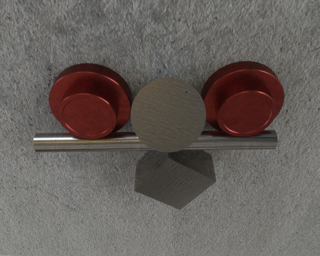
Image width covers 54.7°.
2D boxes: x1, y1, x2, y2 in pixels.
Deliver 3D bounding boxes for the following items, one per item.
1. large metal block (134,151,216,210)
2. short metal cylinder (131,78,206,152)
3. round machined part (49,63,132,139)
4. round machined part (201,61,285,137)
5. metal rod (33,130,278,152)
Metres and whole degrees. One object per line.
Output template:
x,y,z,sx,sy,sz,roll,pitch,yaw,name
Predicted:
0.020,0.064,0.444,0.080,0.050,0.080,28,125,-22,large metal block
0.009,-0.015,0.355,0.080,0.050,0.079,0,95,0,short metal cylinder
-0.084,-0.025,0.375,0.099,0.042,0.097,0,130,0,round machined part
0.101,-0.028,0.375,0.099,0.042,0.097,0,130,0,round machined part
-0.006,0.017,0.395,0.302,0.025,0.025,-1,130,0,metal rod
